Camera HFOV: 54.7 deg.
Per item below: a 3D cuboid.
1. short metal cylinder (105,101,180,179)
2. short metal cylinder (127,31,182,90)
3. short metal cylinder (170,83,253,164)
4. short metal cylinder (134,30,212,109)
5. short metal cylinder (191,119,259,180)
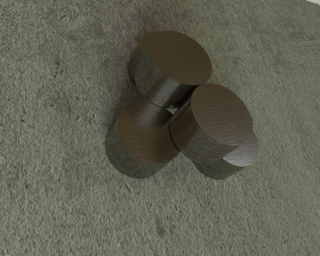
[{"bbox_3d":[-0.020,0.015,0.369,0.081,0.050,0.080,14,56,-21],"label":"short metal cylinder"},{"bbox_3d":[-0.001,-0.091,0.444,0.081,0.050,0.080,14,56,-21],"label":"short metal cylinder"},{"bbox_3d":[0.058,-0.005,0.358,0.081,0.050,0.080,14,56,-21],"label":"short metal cylinder"},{"bbox_3d":[0.015,-0.070,0.375,0.081,0.050,0.080,13,56,-20],"label":"short metal cylinder"},{"bbox_3d":[0.085,0.024,0.419,0.081,0.050,0.080,14,56,-21],"label":"short metal cylinder"}]
